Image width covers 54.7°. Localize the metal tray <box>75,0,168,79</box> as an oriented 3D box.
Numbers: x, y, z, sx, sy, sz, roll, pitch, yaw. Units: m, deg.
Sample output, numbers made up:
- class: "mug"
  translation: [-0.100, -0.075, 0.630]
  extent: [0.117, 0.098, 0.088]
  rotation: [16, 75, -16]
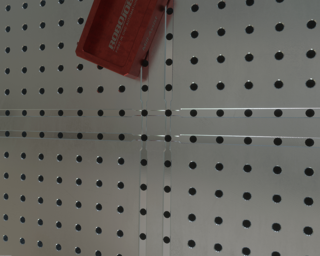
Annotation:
- class: "metal tray"
  translation: [-0.053, -0.144, 0.427]
  extent: [0.090, 0.030, 0.129]
  rotation: [25, 98, 17]
